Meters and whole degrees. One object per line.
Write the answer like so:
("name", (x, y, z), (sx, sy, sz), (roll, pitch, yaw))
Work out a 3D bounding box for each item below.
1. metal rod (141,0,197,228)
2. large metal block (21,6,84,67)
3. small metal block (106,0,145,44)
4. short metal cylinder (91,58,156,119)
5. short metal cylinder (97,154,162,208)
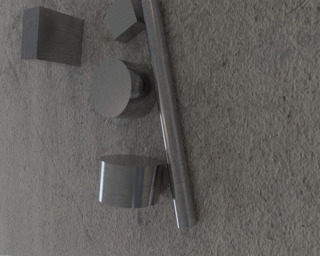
("metal rod", (0.010, -0.027, 0.396), (0.025, 0.025, 0.298), (-15, 80, 39))
("large metal block", (-0.178, -0.148, 0.516), (0.050, 0.081, 0.079), (10, 96, 39))
("small metal block", (-0.047, -0.158, 0.444), (0.050, 0.025, 0.050), (-26, 74, 37))
("short metal cylinder", (-0.050, -0.053, 0.430), (0.080, 0.050, 0.079), (0, 90, 40))
("short metal cylinder", (-0.039, 0.066, 0.401), (0.080, 0.081, 0.050), (8, 96, 39))
